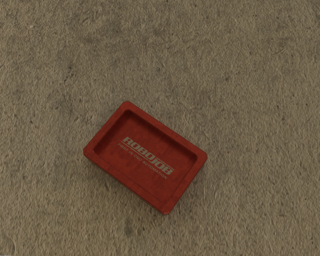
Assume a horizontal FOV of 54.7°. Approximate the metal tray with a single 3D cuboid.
[{"bbox_3d":[-0.018,0.036,0.393,0.130,0.030,0.090,34,73,11],"label":"metal tray"}]
